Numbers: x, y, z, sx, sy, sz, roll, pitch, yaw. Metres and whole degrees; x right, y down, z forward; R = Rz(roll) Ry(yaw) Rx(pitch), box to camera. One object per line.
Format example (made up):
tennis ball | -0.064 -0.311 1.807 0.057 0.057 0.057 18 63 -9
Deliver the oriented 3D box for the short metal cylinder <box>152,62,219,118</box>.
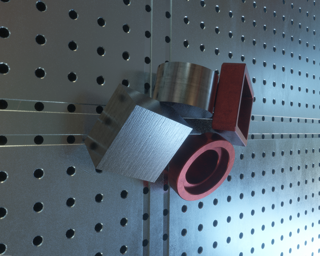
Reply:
short metal cylinder | 0.032 -0.046 0.400 0.080 0.080 0.050 18 79 -39

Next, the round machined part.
round machined part | 0.052 0.048 0.425 0.099 0.042 0.097 -19 128 -26

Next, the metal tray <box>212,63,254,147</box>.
metal tray | 0.109 -0.028 0.448 0.130 0.030 0.090 31 69 -65

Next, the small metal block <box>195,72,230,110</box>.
small metal block | 0.081 -0.055 0.477 0.050 0.025 0.050 4 88 -40

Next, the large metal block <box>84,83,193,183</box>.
large metal block | -0.025 0.008 0.349 0.080 0.050 0.080 22 109 -38
